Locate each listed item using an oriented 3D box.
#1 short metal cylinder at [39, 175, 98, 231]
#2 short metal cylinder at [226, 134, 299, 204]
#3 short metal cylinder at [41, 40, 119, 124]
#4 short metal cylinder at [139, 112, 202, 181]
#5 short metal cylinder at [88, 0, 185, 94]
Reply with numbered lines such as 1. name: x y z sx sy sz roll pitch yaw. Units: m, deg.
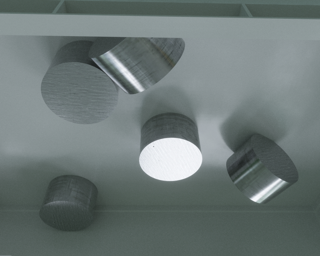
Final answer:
1. short metal cylinder: -0.143 0.120 0.493 0.081 0.050 0.079 0 130 0
2. short metal cylinder: 0.139 0.055 0.422 0.080 0.080 0.050 25 126 -20
3. short metal cylinder: -0.085 -0.051 0.348 0.081 0.050 0.079 0 130 0
4. short metal cylinder: 0.014 0.026 0.415 0.081 0.050 0.079 0 130 0
5. short metal cylinder: -0.023 -0.080 0.305 0.080 0.080 0.050 -30 124 22
